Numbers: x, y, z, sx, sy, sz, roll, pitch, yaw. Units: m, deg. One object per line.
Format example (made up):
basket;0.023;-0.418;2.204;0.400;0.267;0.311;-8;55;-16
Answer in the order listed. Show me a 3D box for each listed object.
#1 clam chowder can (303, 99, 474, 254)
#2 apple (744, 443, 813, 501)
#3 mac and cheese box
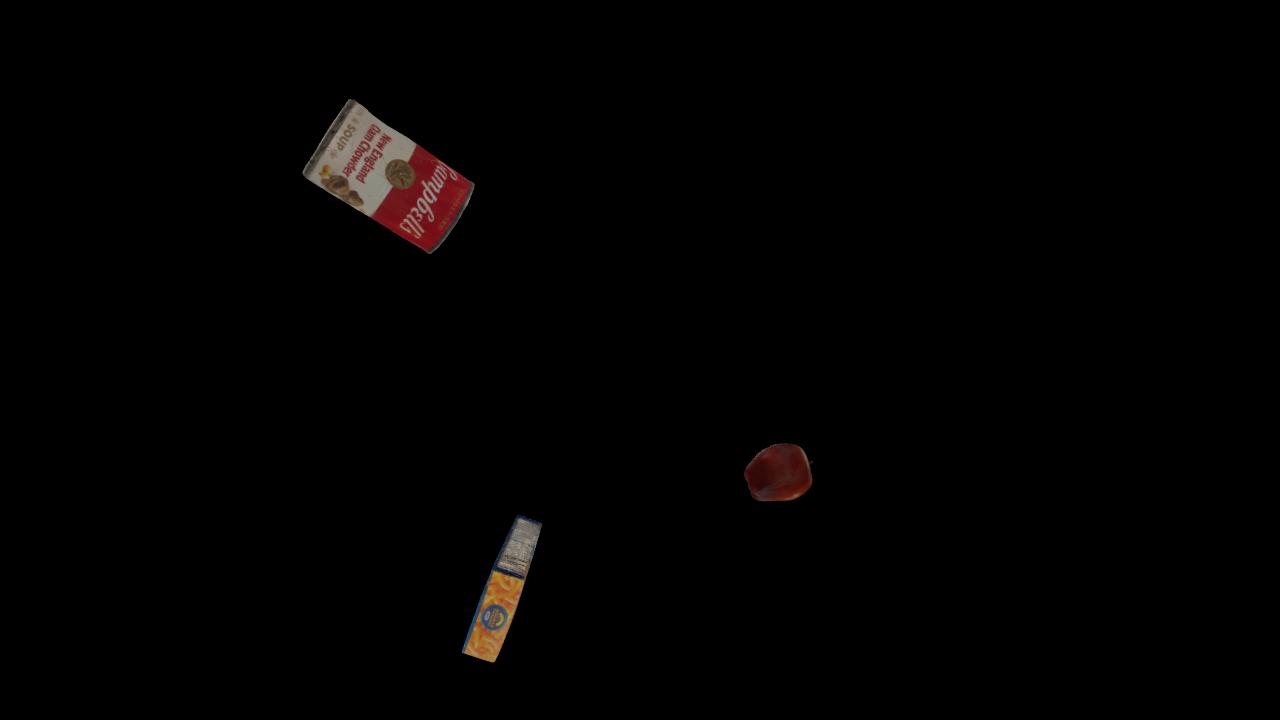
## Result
clam chowder can;-0.188;-0.136;0.465;0.102;0.068;0.068;32;-17;-30
apple;0.189;0.152;0.833;0.093;0.079;0.079;-20;-2;5
mac and cheese box;-0.152;0.251;0.703;0.041;0.093;0.184;21;2;-4
